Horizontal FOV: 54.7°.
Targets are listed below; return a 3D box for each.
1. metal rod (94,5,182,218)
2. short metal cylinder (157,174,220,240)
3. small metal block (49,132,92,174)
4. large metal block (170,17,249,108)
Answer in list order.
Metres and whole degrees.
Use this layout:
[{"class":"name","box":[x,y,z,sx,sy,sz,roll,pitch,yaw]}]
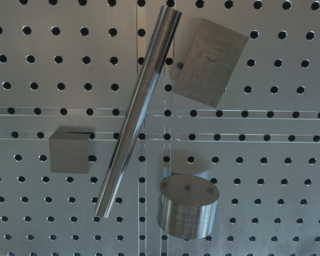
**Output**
[{"class":"metal rod","box":[-0.036,-0.007,0.410,0.025,0.025,0.298,18,109,-7]},{"class":"short metal cylinder","box":[0.037,0.105,0.423,0.081,0.080,0.050,4,110,-2]},{"class":"small metal block","box":[-0.121,0.034,0.424,0.050,0.025,0.050,3,110,-2]},{"class":"large metal block","box":[0.051,-0.078,0.356,0.050,0.080,0.079,20,109,-8]}]
